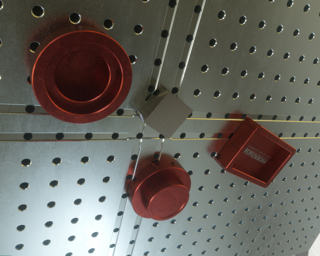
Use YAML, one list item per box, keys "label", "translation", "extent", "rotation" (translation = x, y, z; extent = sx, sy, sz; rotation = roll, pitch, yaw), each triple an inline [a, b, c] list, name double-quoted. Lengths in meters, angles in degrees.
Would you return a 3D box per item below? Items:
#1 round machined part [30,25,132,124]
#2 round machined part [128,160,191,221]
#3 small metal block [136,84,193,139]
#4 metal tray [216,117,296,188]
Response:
- label: "round machined part"
  translation: [-0.082, -0.057, 0.321]
  extent: [0.099, 0.042, 0.097]
  rotation: [-14, 125, -21]
- label: "round machined part"
  translation: [0.005, 0.100, 0.467]
  extent: [0.099, 0.042, 0.097]
  rotation: [-14, 125, -21]
- label: "small metal block"
  translation: [0.006, -0.021, 0.403]
  extent: [0.050, 0.025, 0.050]
  rotation: [34, 99, -39]
- label: "metal tray"
  translation: [0.167, 0.046, 0.530]
  extent: [0.131, 0.030, 0.090]
  rotation: [26, 104, -38]
